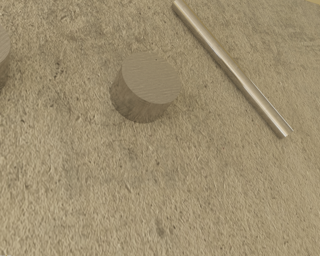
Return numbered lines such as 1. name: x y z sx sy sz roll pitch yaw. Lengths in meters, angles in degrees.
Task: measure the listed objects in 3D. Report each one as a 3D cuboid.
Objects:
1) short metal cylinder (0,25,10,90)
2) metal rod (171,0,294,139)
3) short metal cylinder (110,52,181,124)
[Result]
1. short metal cylinder: -0.203 -0.076 0.325 0.081 0.050 0.080 14 56 -21
2. metal rod: 0.119 -0.107 0.532 0.025 0.025 0.299 -30 78 -38
3. short metal cylinder: -0.020 -0.053 0.409 0.081 0.050 0.080 14 56 -21
